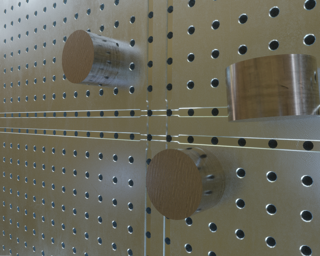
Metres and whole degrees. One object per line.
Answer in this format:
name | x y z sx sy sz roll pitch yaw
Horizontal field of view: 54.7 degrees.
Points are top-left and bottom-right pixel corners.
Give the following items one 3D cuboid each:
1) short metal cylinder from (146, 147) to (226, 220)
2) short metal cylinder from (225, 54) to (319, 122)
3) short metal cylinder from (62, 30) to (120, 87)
short metal cylinder | 0.030 0.063 0.369 0.080 0.050 0.079 0 90 40
short metal cylinder | 0.103 -0.033 0.288 0.080 0.081 0.050 -5 87 40
short metal cylinder | -0.108 -0.107 0.482 0.080 0.050 0.079 0 90 40
